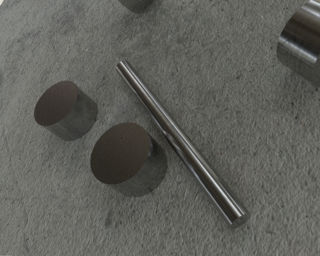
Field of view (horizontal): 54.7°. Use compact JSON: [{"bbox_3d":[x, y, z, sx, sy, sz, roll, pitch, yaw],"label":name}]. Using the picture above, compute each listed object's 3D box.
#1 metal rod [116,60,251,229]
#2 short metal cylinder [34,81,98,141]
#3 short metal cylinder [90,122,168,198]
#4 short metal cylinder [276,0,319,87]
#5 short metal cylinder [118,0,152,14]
[{"bbox_3d":[0.010,-0.002,0.399,0.025,0.025,0.300,-38,51,2],"label":"metal rod"},{"bbox_3d":[-0.145,-0.026,0.480,0.080,0.050,0.080,-13,56,21],"label":"short metal cylinder"},{"bbox_3d":[-0.038,0.040,0.383,0.080,0.050,0.080,-13,56,21],"label":"short metal cylinder"},{"bbox_3d":[0.175,-0.091,0.333,0.080,0.080,0.050,-39,51,2],"label":"short metal cylinder"},{"bbox_3d":[-0.047,-0.251,0.547,0.080,0.080,0.050,33,81,38],"label":"short metal cylinder"}]
